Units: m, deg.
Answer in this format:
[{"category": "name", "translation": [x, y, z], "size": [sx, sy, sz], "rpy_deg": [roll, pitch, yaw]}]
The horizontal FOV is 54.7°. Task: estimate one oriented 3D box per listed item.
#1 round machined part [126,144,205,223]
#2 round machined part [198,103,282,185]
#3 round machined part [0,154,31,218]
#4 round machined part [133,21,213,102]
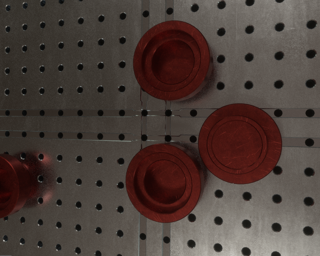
[{"category": "round machined part", "translation": [0.009, 0.068, 0.400], "size": [0.098, 0.042, 0.097], "rpy_deg": [0, 90, 19]}, {"category": "round machined part", "translation": [0.094, 0.019, 0.370], "size": [0.098, 0.042, 0.097], "rpy_deg": [0, 90, 19]}, {"category": "round machined part", "translation": [-0.245, 0.089, 0.488], "size": [0.098, 0.042, 0.097], "rpy_deg": [0, 90, 19]}, {"category": "round machined part", "translation": [0.019, -0.082, 0.396], "size": [0.098, 0.042, 0.097], "rpy_deg": [0, 90, 19]}]
